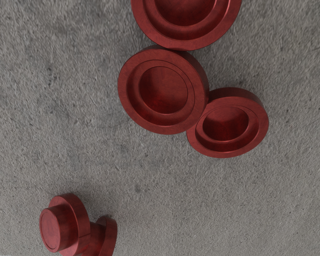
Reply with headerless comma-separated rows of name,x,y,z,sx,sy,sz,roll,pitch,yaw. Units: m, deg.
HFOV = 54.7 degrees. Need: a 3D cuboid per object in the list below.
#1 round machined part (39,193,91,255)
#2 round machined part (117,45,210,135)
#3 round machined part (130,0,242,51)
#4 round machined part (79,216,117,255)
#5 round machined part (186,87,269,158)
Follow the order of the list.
round machined part,-0.154,0.155,0.487,0.042,0.098,0.097,-5,143,-46
round machined part,0.006,-0.045,0.344,0.098,0.042,0.097,10,121,17
round machined part,0.023,-0.126,0.289,0.099,0.042,0.097,0,130,0
round machined part,-0.114,0.198,0.527,0.042,0.098,0.097,25,126,-20
round machined part,0.081,-0.011,0.388,0.099,0.042,0.097,0,130,0
